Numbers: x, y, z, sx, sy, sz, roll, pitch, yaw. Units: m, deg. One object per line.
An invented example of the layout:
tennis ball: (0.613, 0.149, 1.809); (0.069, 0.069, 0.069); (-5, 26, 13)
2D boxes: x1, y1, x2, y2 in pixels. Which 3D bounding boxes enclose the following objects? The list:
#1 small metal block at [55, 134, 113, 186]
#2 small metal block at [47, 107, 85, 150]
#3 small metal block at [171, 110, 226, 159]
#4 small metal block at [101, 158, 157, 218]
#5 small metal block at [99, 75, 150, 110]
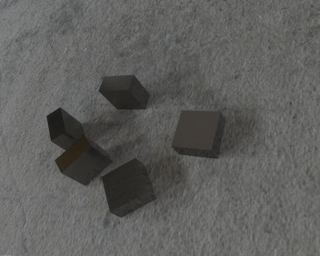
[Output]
small metal block: (-0.100, 0.044, 0.412); (0.050, 0.050, 0.025); (-43, 51, -1)
small metal block: (-0.136, 0.006, 0.454); (0.025, 0.050, 0.050); (-32, 52, 8)
small metal block: (0.047, 0.007, 0.374); (0.050, 0.025, 0.050); (4, 63, 29)
small metal block: (-0.039, 0.073, 0.378); (0.050, 0.025, 0.050); (-30, 52, 8)
small metal block: (-0.050, -0.050, 0.443); (0.050, 0.050, 0.025); (2, 63, 29)
